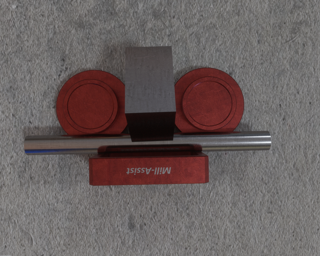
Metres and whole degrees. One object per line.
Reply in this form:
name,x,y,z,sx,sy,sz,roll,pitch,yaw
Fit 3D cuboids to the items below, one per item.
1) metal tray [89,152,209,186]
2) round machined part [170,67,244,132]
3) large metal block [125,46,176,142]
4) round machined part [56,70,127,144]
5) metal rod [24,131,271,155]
metal tray,-0.012,0.046,0.378,0.131,0.090,0.030,-1,90,-1
round machined part,0.061,-0.031,0.403,0.099,0.042,0.097,0,90,-1
large metal block,-0.011,-0.036,0.357,0.050,0.080,0.080,-2,67,-1
round machined part,-0.085,-0.027,0.400,0.099,0.042,0.097,0,90,-1
metal rod,-0.014,0.019,0.390,0.302,0.025,0.025,-1,90,-1
